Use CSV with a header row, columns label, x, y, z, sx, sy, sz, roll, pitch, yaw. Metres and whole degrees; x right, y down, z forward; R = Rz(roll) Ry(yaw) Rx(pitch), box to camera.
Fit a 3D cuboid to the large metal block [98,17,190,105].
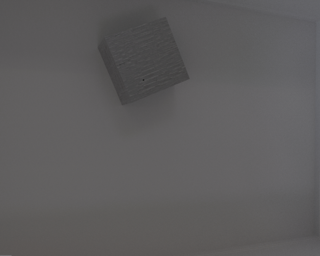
label,x,y,z,sx,sy,sz,roll,pitch,yaw
large metal block,-0.021,-0.082,0.389,0.081,0.050,0.080,-25,98,-18
